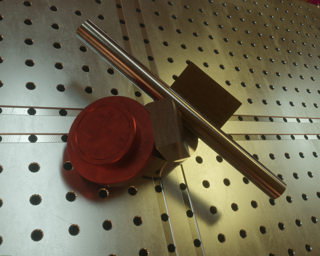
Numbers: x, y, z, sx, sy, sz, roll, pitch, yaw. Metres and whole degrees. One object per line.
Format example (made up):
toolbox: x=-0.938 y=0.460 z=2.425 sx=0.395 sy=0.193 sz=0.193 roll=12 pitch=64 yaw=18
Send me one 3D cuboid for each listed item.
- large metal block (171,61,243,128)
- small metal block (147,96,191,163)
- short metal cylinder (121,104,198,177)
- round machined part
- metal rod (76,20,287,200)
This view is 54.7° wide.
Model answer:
large metal block: x=0.055 y=-0.041 z=0.415 sx=0.080 sy=0.050 sz=0.080 roll=39 pitch=8 yaw=-2
small metal block: x=0.010 y=0.003 z=0.324 sx=0.025 sy=0.050 sz=0.050 roll=-16 pitch=64 yaw=9
short metal cylinder: x=-0.001 y=0.014 z=0.378 sx=0.081 sy=0.050 sz=0.080 roll=14 pitch=56 yaw=-21
round machined part: x=-0.053 y=0.010 z=0.325 sx=0.098 sy=0.042 sz=0.098 roll=-4 pitch=71 yaw=11
metal rod: x=0.026 y=-0.021 z=0.366 sx=0.300 sy=0.025 sz=0.025 roll=40 pitch=51 yaw=-1
